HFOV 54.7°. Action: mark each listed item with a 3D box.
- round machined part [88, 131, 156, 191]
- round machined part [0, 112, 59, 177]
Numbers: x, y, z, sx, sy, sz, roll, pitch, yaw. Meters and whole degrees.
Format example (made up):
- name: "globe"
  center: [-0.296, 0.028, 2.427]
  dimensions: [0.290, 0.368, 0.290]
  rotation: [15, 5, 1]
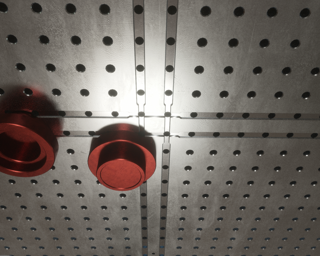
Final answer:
- name: "round machined part"
  center: [-0.054, 0.054, 0.445]
  dimensions: [0.099, 0.042, 0.097]
  rotation: [-1, 130, -1]
- name: "round machined part"
  center: [-0.186, 0.018, 0.413]
  dimensions: [0.099, 0.042, 0.097]
  rotation: [-1, 130, 0]
